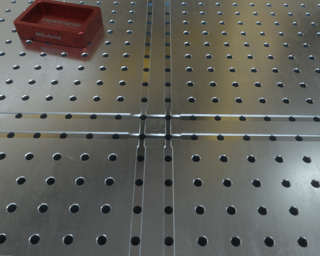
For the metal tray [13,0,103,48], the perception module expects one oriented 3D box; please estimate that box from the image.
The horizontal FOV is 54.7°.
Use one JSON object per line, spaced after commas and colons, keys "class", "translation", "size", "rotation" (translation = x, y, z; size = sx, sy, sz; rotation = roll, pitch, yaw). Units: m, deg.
{"class": "metal tray", "translation": [-0.182, -0.192, 0.563], "size": [0.131, 0.030, 0.090], "rotation": [11, 51, 9]}
